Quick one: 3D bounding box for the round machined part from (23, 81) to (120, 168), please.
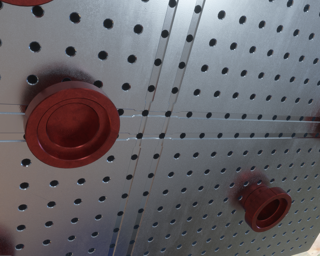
[{"bbox_3d":[-0.098,-0.007,0.343,0.099,0.042,0.097,-14,125,-21],"label":"round machined part"}]

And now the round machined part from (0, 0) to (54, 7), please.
[{"bbox_3d":[-0.113,-0.148,0.247,0.099,0.042,0.097,-14,125,-21],"label":"round machined part"}]

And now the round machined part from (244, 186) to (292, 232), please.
[{"bbox_3d":[0.207,0.155,0.613,0.099,0.042,0.097,-14,125,-21],"label":"round machined part"}]
